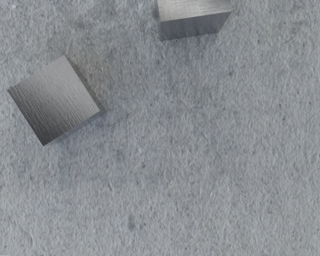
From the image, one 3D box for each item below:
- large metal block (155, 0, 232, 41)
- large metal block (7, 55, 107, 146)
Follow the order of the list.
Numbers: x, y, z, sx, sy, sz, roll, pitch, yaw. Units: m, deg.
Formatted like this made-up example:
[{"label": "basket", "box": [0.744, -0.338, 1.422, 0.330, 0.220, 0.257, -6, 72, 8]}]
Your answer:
[{"label": "large metal block", "box": [0.036, -0.148, 0.383, 0.081, 0.080, 0.050, -9, 90, 0]}, {"label": "large metal block", "box": [-0.128, -0.033, 0.396, 0.080, 0.050, 0.080, -32, 90, 0]}]
